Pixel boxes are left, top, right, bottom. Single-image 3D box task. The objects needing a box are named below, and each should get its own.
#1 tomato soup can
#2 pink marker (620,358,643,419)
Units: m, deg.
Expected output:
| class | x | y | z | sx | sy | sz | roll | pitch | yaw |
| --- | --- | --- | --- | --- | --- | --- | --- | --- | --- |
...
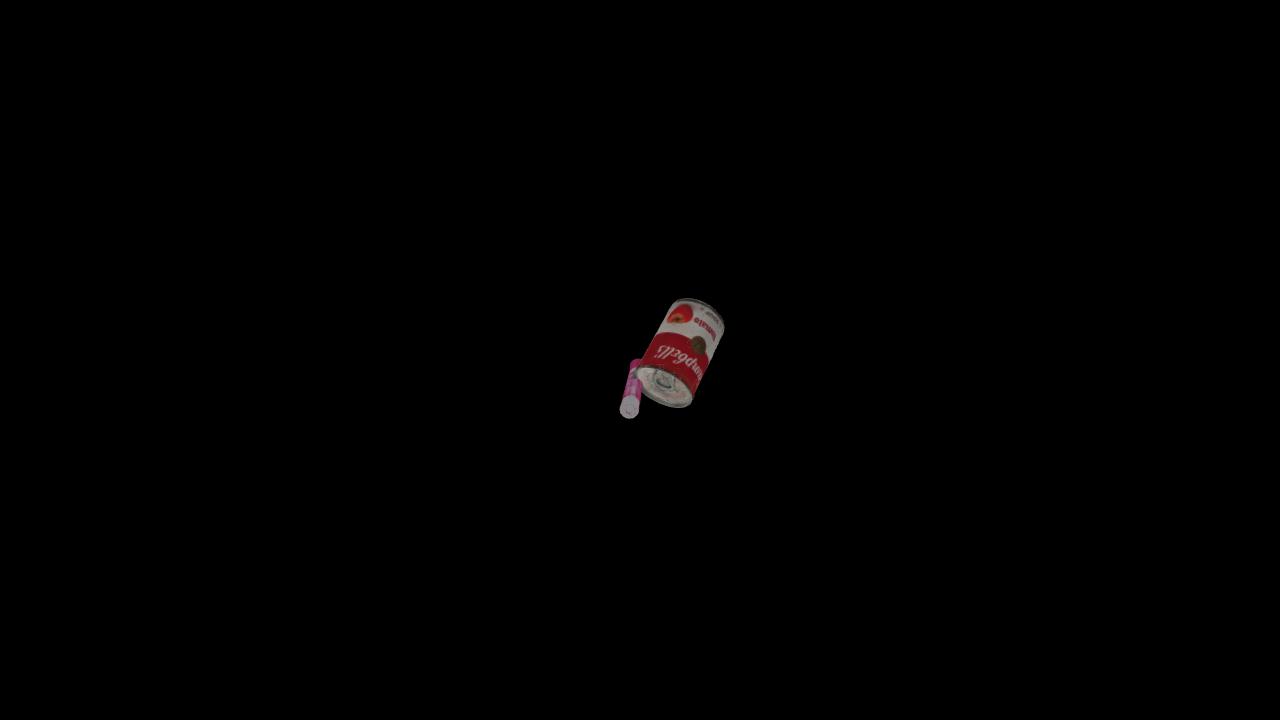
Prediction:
| class | x | y | z | sx | sy | sz | roll | pitch | yaw |
| --- | --- | --- | --- | --- | --- | --- | --- | --- | --- |
| tomato soup can | 0.044 | -0.008 | 0.658 | 0.068 | 0.101 | 0.068 | 21 | -31 | 14 |
| pink marker | -0.006 | 0.027 | 0.652 | 0.020 | 0.020 | 0.121 | 0 | 22 | 4 |
